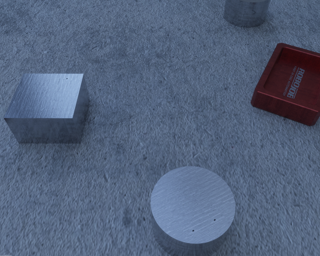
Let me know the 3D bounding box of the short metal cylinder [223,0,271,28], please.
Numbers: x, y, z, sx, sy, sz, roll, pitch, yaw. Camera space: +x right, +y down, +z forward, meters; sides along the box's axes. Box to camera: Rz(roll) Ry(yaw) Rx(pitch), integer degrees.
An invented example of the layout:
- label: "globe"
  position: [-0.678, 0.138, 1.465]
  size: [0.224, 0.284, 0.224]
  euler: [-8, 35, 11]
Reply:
- label: "short metal cylinder"
  position: [0.164, -0.234, 0.584]
  size: [0.081, 0.050, 0.080]
  euler: [0, 50, 0]

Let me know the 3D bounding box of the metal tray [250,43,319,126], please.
- label: "metal tray"
  position: [0.200, -0.070, 0.459]
  size: [0.090, 0.030, 0.130]
  euler: [23, 53, 18]

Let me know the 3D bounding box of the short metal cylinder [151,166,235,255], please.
- label: "short metal cylinder"
  position: [0.031, 0.086, 0.315]
  size: [0.081, 0.050, 0.080]
  euler: [0, 50, 0]

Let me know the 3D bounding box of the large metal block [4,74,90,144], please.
- label: "large metal block"
  position: [-0.143, -0.026, 0.408]
  size: [0.081, 0.050, 0.080]
  euler: [0, 50, 0]
